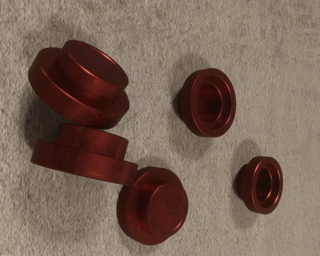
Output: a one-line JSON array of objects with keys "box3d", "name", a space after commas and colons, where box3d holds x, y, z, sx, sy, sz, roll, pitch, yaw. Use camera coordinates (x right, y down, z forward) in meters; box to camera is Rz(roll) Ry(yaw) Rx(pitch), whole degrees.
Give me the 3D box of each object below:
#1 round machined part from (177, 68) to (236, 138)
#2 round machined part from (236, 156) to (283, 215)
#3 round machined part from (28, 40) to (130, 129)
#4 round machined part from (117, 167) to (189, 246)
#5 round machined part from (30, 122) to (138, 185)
[{"box3d": [0.064, -0.035, 0.450, 0.099, 0.042, 0.097, 0, 90, -40], "name": "round machined part"}, {"box3d": [0.170, 0.098, 0.540, 0.099, 0.042, 0.097, 0, 90, -40], "name": "round machined part"}, {"box3d": [-0.070, -0.047, 0.299, 0.099, 0.098, 0.042, 21, 120, -38], "name": "round machined part"}, {"box3d": [-0.002, 0.100, 0.394, 0.099, 0.042, 0.097, 0, 90, -40], "name": "round machined part"}, {"box3d": [-0.069, 0.024, 0.301, 0.099, 0.098, 0.042, 21, 79, -39], "name": "round machined part"}]
